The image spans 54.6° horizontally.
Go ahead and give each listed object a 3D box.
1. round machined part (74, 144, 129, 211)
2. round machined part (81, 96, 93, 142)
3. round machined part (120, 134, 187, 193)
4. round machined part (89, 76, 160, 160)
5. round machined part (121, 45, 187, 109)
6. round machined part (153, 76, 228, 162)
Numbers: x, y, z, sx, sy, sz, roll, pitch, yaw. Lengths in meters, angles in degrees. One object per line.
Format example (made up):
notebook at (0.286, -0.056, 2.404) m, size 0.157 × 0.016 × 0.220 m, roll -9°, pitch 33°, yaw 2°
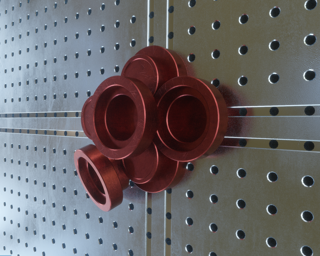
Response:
round machined part at (-0.081, 0.067, 0.450) m, size 0.098 × 0.042 × 0.097 m, roll 34°, pitch 137°, yaw 38°
round machined part at (-0.082, -0.015, 0.467) m, size 0.098 × 0.042 × 0.097 m, roll 0°, pitch 90°, yaw 40°
round machined part at (-0.015, 0.037, 0.412) m, size 0.098 × 0.042 × 0.097 m, roll 0°, pitch 90°, yaw 40°
round machined part at (-0.040, -0.012, 0.376) m, size 0.098 × 0.042 × 0.097 m, roll 0°, pitch 90°, yaw 40°
round machined part at (-0.015, -0.061, 0.412) m, size 0.098 × 0.042 × 0.097 m, roll 0°, pitch 90°, yaw 40°
round machined part at (0.037, -0.011, 0.368) m, size 0.098 × 0.042 × 0.097 m, roll 0°, pitch 90°, yaw 40°
